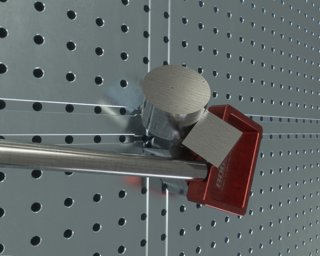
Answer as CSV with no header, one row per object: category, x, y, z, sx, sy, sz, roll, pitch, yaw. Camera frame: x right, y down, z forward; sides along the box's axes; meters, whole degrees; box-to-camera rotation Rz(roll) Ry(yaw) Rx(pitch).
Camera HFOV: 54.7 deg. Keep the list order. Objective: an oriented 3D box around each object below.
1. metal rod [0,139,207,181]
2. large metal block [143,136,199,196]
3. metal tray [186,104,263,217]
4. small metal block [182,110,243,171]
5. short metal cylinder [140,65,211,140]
metal rod,-0.081,0.031,0.304,0.302,0.025,0.025,9,84,-29
large metal block,0.036,0.035,0.424,0.080,0.050,0.080,-43,116,-32
metal tray,0.090,0.044,0.415,0.090,0.030,0.130,26,73,-37
small metal block,0.062,0.015,0.369,0.050,0.050,0.025,-53,163,-7
short metal cylinder,0.017,-0.032,0.381,0.080,0.080,0.050,-42,159,-32
